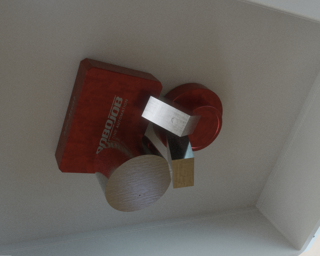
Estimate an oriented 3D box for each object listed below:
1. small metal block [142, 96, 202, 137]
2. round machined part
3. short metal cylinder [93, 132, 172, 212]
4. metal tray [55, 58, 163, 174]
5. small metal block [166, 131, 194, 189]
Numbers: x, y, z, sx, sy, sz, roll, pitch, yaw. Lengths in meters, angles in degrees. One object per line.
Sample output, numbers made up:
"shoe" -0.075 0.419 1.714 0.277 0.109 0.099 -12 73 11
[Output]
"small metal block" 0.015 -0.014 0.358 0.025 0.050 0.050 -65 163 12
"round machined part" 0.044 -0.008 0.416 0.099 0.042 0.097 -14 125 -21
"short metal cylinder" -0.033 0.051 0.367 0.081 0.050 0.079 -14 125 -21
"metal tray" -0.061 -0.007 0.364 0.091 0.030 0.129 8 114 -32
"small metal block" 0.024 0.037 0.378 0.025 0.050 0.050 -7 130 -3
